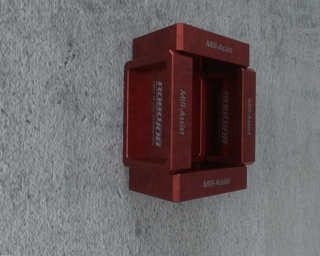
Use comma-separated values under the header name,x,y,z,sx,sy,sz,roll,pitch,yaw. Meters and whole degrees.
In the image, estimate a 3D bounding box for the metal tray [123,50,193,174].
name,x,y,z,sx,sy,sz,roll,pitch,yaw
metal tray,-0.005,-0.017,0.360,0.030,0.090,0.129,1,89,-40

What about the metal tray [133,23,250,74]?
name,x,y,z,sx,sy,sz,roll,pitch,yaw
metal tray,0.042,-0.096,0.400,0.131,0.090,0.030,1,90,-40

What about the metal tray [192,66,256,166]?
name,x,y,z,sx,sy,sz,roll,pitch,yaw
metal tray,0.088,-0.015,0.439,0.030,0.090,0.129,1,89,-40

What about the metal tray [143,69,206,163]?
name,x,y,z,sx,sy,sz,roll,pitch,yaw
metal tray,0.021,-0.017,0.423,0.091,0.030,0.129,1,89,-40

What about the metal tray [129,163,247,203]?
name,x,y,z,sx,sy,sz,roll,pitch,yaw
metal tray,0.038,0.064,0.397,0.131,0.090,0.030,1,90,-40
